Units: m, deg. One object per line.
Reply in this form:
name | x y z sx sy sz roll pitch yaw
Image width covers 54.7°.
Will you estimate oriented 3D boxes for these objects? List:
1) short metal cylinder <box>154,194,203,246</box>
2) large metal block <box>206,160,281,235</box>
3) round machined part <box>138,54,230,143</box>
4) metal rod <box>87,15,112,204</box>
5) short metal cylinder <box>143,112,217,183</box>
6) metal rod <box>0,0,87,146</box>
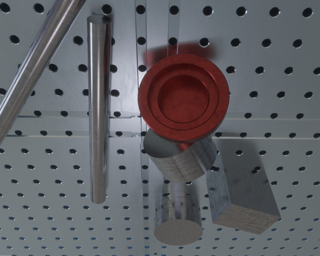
short metal cylinder | 0.030 0.157 0.529 0.080 0.050 0.079 0 130 0
large metal block | 0.121 0.104 0.465 0.081 0.080 0.050 18 128 -15
round machined part | 0.027 -0.030 0.351 0.098 0.098 0.042 -8 166 6
metal rod | -0.081 0.002 0.412 0.025 0.025 0.298 6 130 -5
short metal cylinder | 0.026 0.023 0.395 0.080 0.080 0.050 -20 127 16
metal rod | -0.138 -0.075 0.346 0.025 0.025 0.299 30 124 -23
